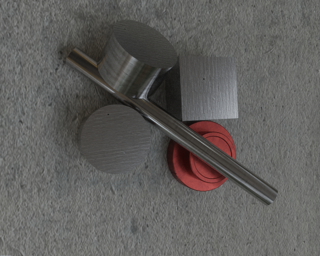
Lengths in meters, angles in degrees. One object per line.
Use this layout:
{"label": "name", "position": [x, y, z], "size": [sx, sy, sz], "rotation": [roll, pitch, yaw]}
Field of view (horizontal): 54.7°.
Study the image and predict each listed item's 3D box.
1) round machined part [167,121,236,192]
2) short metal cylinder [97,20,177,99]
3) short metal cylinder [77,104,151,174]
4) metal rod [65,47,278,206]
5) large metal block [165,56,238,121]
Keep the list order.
{"label": "round machined part", "position": [0.063, 0.038, 0.424], "size": [0.099, 0.042, 0.097], "rotation": [0, 90, -20]}
{"label": "short metal cylinder", "position": [-0.027, -0.081, 0.367], "size": [0.080, 0.050, 0.080], "rotation": [21, 43, -21]}
{"label": "short metal cylinder", "position": [-0.058, 0.013, 0.377], "size": [0.081, 0.050, 0.080], "rotation": [0, 90, -20]}
{"label": "metal rod", "position": [0.017, 0.000, 0.381], "size": [0.301, 0.025, 0.025], "rotation": [35, 78, -3]}
{"label": "large metal block", "position": [0.055, -0.051, 0.415], "size": [0.081, 0.050, 0.079], "rotation": [-3, 91, -20]}
